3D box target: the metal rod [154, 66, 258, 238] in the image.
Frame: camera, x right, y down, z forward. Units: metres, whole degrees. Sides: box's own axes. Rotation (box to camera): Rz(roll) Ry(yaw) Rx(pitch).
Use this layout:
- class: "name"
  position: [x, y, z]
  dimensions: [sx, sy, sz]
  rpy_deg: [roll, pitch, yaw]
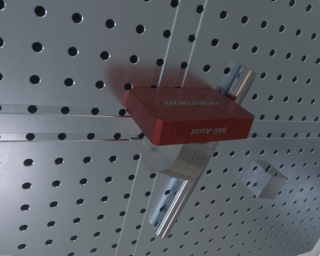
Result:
- class: "metal rod"
  position: [0.063, 0.047, 0.474]
  dimensions: [0.025, 0.025, 0.298]
  rpy_deg: [13, 112, -34]

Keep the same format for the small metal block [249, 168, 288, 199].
- class: "small metal block"
  position: [0.207, 0.107, 0.590]
  dimensions: [0.050, 0.025, 0.050]
  rpy_deg: [14, 111, -34]

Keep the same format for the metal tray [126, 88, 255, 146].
- class: "metal tray"
  position: [0.036, -0.018, 0.377]
  dimensions: [0.131, 0.090, 0.030]
  rpy_deg: [-3, 120, -27]

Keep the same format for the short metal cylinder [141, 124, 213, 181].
- class: "short metal cylinder"
  position: [0.021, 0.023, 0.401]
  dimensions: [0.050, 0.080, 0.080]
  rpy_deg: [23, 106, -37]
